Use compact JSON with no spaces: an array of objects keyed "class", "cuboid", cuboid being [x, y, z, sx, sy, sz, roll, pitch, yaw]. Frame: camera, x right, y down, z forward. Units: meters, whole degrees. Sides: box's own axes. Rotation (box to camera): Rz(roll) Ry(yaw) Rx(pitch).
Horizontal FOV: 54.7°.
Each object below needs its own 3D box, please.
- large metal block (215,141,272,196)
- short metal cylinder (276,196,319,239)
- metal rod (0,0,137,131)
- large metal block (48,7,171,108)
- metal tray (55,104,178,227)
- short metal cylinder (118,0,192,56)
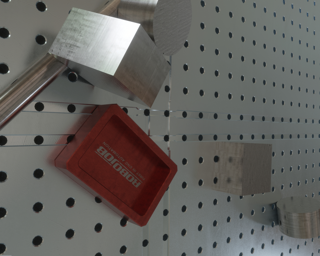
[{"class":"large metal block","cuboid":[0.139,0.064,0.509,0.081,0.050,0.080,4,87,-40]},{"class":"short metal cylinder","cuboid":[0.271,0.171,0.601,0.081,0.080,0.050,-15,100,-39]},{"class":"metal rod","cuboid":[-0.092,-0.087,0.331,0.301,0.025,0.025,-53,121,-27]},{"class":"large metal block","cuboid":[-0.046,-0.068,0.311,0.050,0.080,0.080,-64,154,-6]},{"class":"metal tray","cuboid":[-0.044,0.045,0.368,0.130,0.030,0.090,47,62,-30]},{"class":"short metal cylinder","cuboid":[-0.004,-0.131,0.370,0.081,0.050,0.079,-35,135,-44]}]
